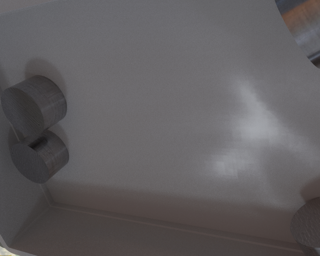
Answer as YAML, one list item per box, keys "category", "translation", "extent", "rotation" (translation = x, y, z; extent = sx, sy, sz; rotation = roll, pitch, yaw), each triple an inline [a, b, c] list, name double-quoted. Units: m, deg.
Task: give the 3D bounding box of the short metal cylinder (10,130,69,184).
- category: "short metal cylinder"
  translation: [-0.205, 0.048, 0.530]
  extent: [0.080, 0.050, 0.079]
  rotation: [13, 124, 21]

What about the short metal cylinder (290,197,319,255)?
- category: "short metal cylinder"
  translation: [0.196, 0.120, 0.344]
  extent: [0.080, 0.080, 0.050]
  rotation: [-26, 104, 37]

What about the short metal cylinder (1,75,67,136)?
- category: "short metal cylinder"
  translation: [-0.191, -0.034, 0.472]
  extent: [0.080, 0.050, 0.079]
  rotation: [13, 124, 21]

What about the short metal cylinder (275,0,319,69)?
- category: "short metal cylinder"
  translation: [0.133, -0.094, 0.244]
  extent: [0.050, 0.080, 0.080]
  rotation: [-29, 102, 38]
